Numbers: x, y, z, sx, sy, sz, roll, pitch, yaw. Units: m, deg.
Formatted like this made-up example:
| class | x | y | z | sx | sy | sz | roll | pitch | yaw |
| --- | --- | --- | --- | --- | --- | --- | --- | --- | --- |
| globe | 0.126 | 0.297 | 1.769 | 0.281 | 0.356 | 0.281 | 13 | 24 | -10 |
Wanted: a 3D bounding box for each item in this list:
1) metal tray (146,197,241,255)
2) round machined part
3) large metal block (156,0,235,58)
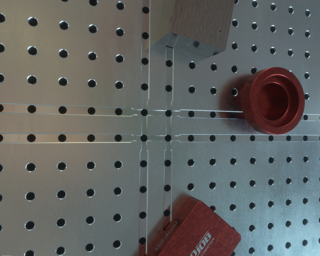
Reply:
| class | x | y | z | sx | sy | sz | roll | pitch | yaw |
| --- | --- | --- | --- | --- | --- | --- | --- | --- | --- |
| metal tray | 0.040 | 0.174 | 0.425 | 0.090 | 0.030 | 0.130 | 43 | 76 | -15 |
| round machined part | 0.163 | -0.039 | 0.463 | 0.099 | 0.042 | 0.097 | 0 | 90 | -20 |
| large metal block | 0.048 | -0.148 | 0.416 | 0.081 | 0.050 | 0.080 | 12 | 86 | -20 |
